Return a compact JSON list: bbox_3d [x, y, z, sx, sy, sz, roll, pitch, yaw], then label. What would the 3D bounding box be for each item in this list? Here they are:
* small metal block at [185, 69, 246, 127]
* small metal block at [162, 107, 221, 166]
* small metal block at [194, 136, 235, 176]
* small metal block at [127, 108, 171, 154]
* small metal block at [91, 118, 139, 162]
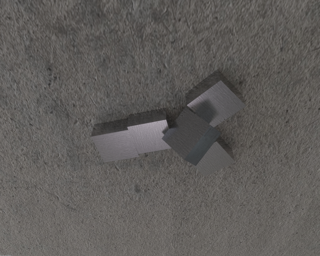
[{"bbox_3d":[0.067,-0.035,0.378,0.050,0.025,0.050,-37,122,26],"label":"small metal block"},{"bbox_3d":[0.038,0.010,0.382,0.025,0.050,0.050,33,96,-43],"label":"small metal block"},{"bbox_3d":[0.070,0.036,0.438,0.050,0.025,0.050,-31,124,23],"label":"small metal block"},{"bbox_3d":[-0.011,0.004,0.411,0.050,0.025,0.050,-11,130,9],"label":"small metal block"},{"bbox_3d":[-0.059,0.017,0.421,0.050,0.025,0.050,-10,130,8],"label":"small metal block"}]
